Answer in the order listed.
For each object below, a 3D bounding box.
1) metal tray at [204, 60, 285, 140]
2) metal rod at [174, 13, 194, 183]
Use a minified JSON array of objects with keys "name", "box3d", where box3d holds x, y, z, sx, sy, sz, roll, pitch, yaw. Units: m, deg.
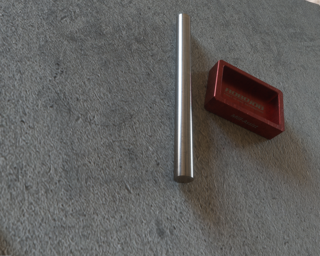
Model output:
[{"name":"metal tray","box3d":[0.139,-0.046,0.503,0.131,0.030,0.090,24,53,-14]},{"name":"metal rod","box3d":[0.035,-0.063,0.460,0.025,0.025,0.300,16,55,-20]}]
